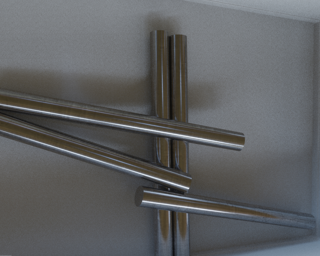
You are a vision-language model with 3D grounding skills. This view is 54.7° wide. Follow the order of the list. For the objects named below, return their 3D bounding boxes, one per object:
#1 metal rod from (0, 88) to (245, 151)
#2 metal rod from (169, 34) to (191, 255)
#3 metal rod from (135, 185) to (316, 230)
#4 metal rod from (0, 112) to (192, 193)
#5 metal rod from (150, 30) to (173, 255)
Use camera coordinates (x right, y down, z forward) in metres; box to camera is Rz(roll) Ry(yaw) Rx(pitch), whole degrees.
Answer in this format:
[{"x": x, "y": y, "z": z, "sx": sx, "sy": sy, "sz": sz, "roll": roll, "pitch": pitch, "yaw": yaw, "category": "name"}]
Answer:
[{"x": -0.039, "y": -0.007, "z": 0.375, "sx": 0.302, "sy": 0.025, "sz": 0.025, "roll": 10, "pitch": 87, "yaw": -13, "category": "metal rod"}, {"x": 0.026, "y": 0.026, "z": 0.418, "sx": 0.025, "sy": 0.025, "sz": 0.298, "roll": -1, "pitch": 91, "yaw": -20, "category": "metal rod"}, {"x": 0.107, "y": 0.115, "z": 0.432, "sx": 0.302, "sy": 0.025, "sz": 0.025, "roll": 15, "pitch": 85, "yaw": -25, "category": "metal rod"}, {"x": -0.103, "y": 0.021, "z": 0.358, "sx": 0.302, "sy": 0.025, "sz": 0.025, "roll": 20, "pitch": 83, "yaw": -14, "category": "metal rod"}, {"x": 0.002, "y": 0.024, "z": 0.409, "sx": 0.025, "sy": 0.025, "sz": 0.298, "roll": -1, "pitch": 91, "yaw": -20, "category": "metal rod"}]
